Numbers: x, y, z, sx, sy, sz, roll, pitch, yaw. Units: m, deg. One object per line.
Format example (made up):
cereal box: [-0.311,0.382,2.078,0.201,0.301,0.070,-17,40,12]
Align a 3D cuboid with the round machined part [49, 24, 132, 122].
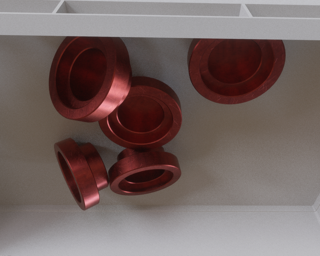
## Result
round machined part: [-0.068,-0.054,0.325,0.098,0.098,0.042,-35,154,25]

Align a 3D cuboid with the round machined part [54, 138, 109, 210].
round machined part: [-0.104,0.058,0.421,0.042,0.098,0.097,-23,136,-26]

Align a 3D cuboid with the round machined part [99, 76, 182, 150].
round machined part: [-0.023,-0.022,0.379,0.099,0.042,0.097,-1,130,0]

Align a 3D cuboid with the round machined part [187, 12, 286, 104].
round machined part: [0.078,-0.077,0.334,0.099,0.042,0.097,-1,130,0]

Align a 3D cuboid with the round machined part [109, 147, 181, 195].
round machined part: [-0.023,0.055,0.431,0.099,0.042,0.098,-11,149,-6]
